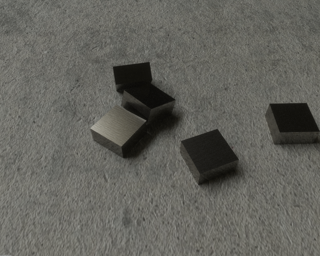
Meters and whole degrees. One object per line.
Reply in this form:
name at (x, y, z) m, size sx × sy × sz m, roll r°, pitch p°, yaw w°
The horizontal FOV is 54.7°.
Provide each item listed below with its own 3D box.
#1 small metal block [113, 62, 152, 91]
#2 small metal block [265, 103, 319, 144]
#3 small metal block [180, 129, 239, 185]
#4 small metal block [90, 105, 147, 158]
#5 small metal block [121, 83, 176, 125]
small metal block at (-0.040, -0.073, 0.445) m, size 0.050 × 0.050 × 0.025 m, roll -9°, pitch 88°, yaw -8°
small metal block at (0.173, -0.006, 0.409) m, size 0.050 × 0.025 × 0.050 m, roll -1°, pitch 50°, yaw -1°
small metal block at (0.058, 0.034, 0.375) m, size 0.050 × 0.025 × 0.050 m, roll -18°, pitch 52°, yaw -14°
small metal block at (-0.052, 0.003, 0.400) m, size 0.050 × 0.025 × 0.050 m, roll 28°, pitch 56°, yaw 21°
small metal block at (-0.016, -0.034, 0.422) m, size 0.050 × 0.025 × 0.050 m, roll 36°, pitch 38°, yaw 26°
